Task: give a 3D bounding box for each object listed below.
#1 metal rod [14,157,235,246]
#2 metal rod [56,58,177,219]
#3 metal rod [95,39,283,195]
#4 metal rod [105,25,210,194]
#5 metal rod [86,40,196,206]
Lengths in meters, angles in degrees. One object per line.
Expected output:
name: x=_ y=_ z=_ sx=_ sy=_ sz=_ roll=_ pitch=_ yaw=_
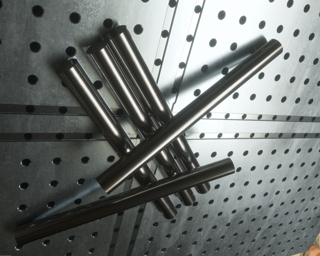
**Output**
metal rod: x=-0.040 y=0.097 z=0.424 sx=0.302 sy=0.025 sz=0.025 roll=-17 pitch=126 yaw=-9
metal rod: x=-0.040 y=0.037 z=0.414 sx=0.025 sy=0.025 sz=0.299 roll=-34 pitch=129 yaw=-6
metal rod: x=0.046 y=-0.022 z=0.398 sx=0.301 sy=0.025 sz=0.025 roll=-38 pitch=130 yaw=-13
metal rod: x=0.013 y=-0.001 z=0.419 sx=0.025 sy=0.025 sz=0.299 roll=-35 pitch=129 yaw=-5
metal rod: x=-0.009 y=0.017 z=0.418 sx=0.025 sy=0.025 sz=0.299 roll=-34 pitch=129 yaw=-6
